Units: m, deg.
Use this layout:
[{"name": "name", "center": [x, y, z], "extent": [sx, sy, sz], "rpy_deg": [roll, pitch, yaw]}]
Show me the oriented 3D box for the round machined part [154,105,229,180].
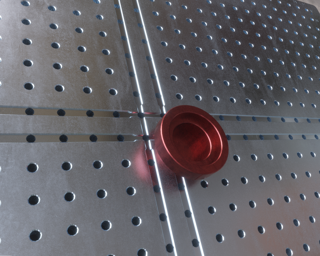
[{"name": "round machined part", "center": [0.037, 0.022, 0.405], "extent": [0.099, 0.042, 0.098], "rpy_deg": [14, 56, -21]}]
